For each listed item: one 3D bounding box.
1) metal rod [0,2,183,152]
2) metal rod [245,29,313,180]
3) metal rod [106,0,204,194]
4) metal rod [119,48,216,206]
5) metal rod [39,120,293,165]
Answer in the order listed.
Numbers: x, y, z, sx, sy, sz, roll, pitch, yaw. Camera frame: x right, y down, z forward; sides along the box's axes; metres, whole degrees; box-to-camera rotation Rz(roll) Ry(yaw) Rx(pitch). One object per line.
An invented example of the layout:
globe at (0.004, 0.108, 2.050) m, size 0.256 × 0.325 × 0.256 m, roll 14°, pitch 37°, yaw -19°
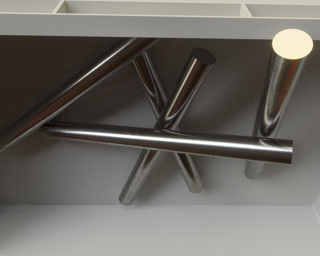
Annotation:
metal rod at (-0.102, -0.040, 0.352) m, size 0.299 × 0.025 × 0.025 m, roll -28°, pitch 125°, yaw 29°
metal rod at (0.114, 0.006, 0.337) m, size 0.025 × 0.025 × 0.299 m, roll -9°, pitch 154°, yaw 7°
metal rod at (0.008, -0.014, 0.397) m, size 0.025 × 0.025 × 0.299 m, roll -15°, pitch 129°, yaw 12°
metal rod at (-0.007, 0.024, 0.401) m, size 0.025 × 0.025 × 0.298 m, roll 15°, pitch 137°, yaw -13°
metal rod at (-0.011, 0.013, 0.356) m, size 0.301 × 0.025 × 0.025 m, roll 5°, pitch 133°, yaw 21°
